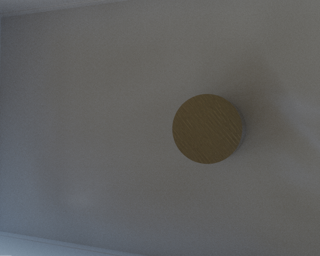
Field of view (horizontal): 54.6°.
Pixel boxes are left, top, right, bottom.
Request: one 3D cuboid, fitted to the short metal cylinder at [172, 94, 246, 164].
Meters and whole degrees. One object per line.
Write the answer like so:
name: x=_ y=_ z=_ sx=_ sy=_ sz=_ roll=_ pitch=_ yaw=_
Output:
short metal cylinder: x=0.061 y=0.001 z=0.376 sx=0.080 sy=0.050 sz=0.080 roll=0 pitch=90 yaw=20
